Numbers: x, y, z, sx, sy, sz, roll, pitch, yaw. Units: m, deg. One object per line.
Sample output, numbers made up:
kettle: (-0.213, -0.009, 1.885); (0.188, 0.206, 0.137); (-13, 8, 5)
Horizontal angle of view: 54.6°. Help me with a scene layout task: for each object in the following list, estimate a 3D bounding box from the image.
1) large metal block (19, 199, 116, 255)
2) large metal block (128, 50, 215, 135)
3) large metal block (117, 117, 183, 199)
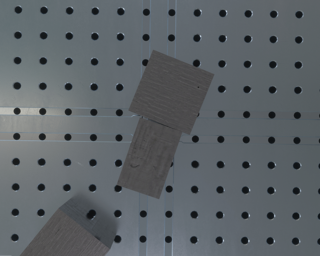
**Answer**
large metal block: (-0.117, 0.153, 0.400); (0.080, 0.050, 0.080); (39, 90, 0)
large metal block: (0.014, -0.043, 0.401); (0.080, 0.050, 0.080); (22, 90, 0)
large metal block: (-0.012, 0.034, 0.386); (0.050, 0.080, 0.080); (19, 90, 0)
